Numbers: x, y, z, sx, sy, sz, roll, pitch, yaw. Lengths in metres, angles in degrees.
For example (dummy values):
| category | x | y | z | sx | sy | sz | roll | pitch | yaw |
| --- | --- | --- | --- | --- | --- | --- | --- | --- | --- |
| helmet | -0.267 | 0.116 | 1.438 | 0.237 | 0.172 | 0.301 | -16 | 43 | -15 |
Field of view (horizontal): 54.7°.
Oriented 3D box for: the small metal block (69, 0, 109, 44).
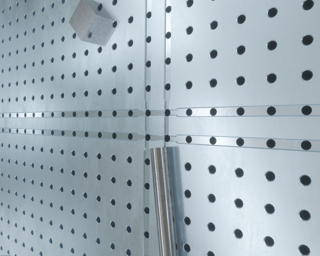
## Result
| category | x | y | z | sx | sy | sz | roll | pitch | yaw |
| --- | --- | --- | --- | --- | --- | --- | --- | --- | --- |
| small metal block | -0.117 | -0.175 | 0.503 | 0.050 | 0.025 | 0.050 | -49 | 61 | 28 |

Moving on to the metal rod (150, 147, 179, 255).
| category | x | y | z | sx | sy | sz | roll | pitch | yaw |
| --- | --- | --- | --- | --- | --- | --- | --- | --- | --- |
| metal rod | 0.013 | 0.174 | 0.397 | 0.025 | 0.025 | 0.298 | -9 | 85 | 39 |
